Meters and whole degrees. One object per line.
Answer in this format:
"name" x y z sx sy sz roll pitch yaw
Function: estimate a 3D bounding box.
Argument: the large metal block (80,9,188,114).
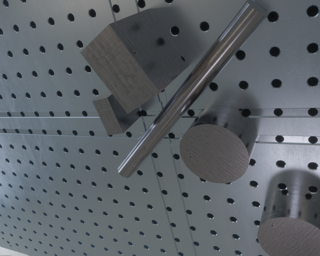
"large metal block" -0.024 -0.075 0.342 0.050 0.080 0.080 -29 102 37

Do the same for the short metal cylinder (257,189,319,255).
"short metal cylinder" 0.167 0.124 0.384 0.080 0.050 0.079 13 124 21

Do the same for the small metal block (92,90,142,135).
"small metal block" -0.055 -0.025 0.408 0.025 0.050 0.050 -8 114 32

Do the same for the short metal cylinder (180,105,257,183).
"short metal cylinder" 0.070 0.019 0.370 0.080 0.050 0.079 13 124 21

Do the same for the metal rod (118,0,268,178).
"metal rod" 0.019 -0.024 0.386 0.025 0.025 0.298 40 129 1
